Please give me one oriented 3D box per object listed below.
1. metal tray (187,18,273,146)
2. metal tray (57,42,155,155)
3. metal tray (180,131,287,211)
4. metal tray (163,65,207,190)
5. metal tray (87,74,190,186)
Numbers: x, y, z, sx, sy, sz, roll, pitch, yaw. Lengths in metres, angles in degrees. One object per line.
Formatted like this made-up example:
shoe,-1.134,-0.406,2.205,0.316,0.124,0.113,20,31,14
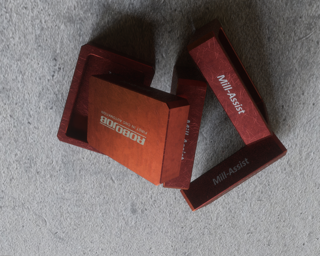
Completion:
metal tray,0.082,-0.055,0.355,0.030,0.090,0.130,-27,109,24
metal tray,-0.069,-0.033,0.395,0.091,0.030,0.129,19,109,-7
metal tray,0.097,0.056,0.398,0.130,0.090,0.030,-36,71,12
metal tray,0.026,-0.003,0.376,0.030,0.090,0.129,6,111,-3
metal tray,-0.031,-0.004,0.349,0.130,0.030,0.089,24,116,38
